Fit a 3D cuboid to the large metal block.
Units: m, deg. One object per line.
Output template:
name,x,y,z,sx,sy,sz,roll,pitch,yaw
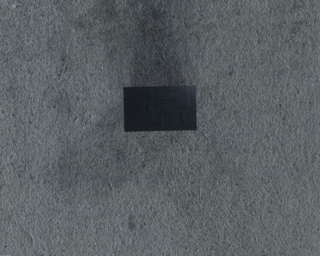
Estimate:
large metal block,0.000,-0.022,0.384,0.081,0.080,0.050,-1,90,-1
